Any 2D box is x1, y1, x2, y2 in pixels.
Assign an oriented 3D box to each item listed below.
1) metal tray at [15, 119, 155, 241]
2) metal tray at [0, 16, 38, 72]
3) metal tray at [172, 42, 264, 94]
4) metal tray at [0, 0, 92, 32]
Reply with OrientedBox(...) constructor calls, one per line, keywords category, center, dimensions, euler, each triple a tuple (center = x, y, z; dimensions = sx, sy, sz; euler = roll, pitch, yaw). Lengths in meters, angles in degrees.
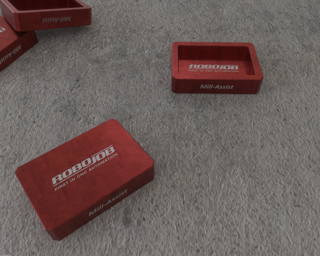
OrientedBox(category="metal tray", center=(-0.083, 0.052, 0.355), dimensions=(0.131, 0.030, 0.090), euler=(-30, 56, -23))
OrientedBox(category="metal tray", center=(-0.281, -0.133, 0.510), dimensions=(0.090, 0.030, 0.130), euler=(21, 53, 16))
OrientedBox(category="metal tray", center=(0.083, -0.094, 0.479), dimensions=(0.131, 0.030, 0.090), euler=(1, 50, 0))
OrientedBox(category="metal tray", center=(-0.198, -0.205, 0.544), dimensions=(0.131, 0.030, 0.090), euler=(-19, 44, -33))
